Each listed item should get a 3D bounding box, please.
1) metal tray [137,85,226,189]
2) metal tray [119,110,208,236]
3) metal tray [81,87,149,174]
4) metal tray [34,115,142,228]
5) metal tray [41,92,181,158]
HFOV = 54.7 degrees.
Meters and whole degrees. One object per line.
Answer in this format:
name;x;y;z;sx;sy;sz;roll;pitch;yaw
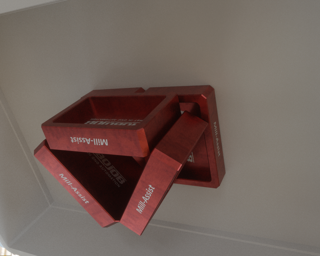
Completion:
metal tray;0.029;0.012;0.396;0.090;0.030;0.129;1;118;28
metal tray;0.003;0.052;0.355;0.030;0.090;0.129;31;129;8
metal tray;-0.052;0.010;0.439;0.090;0.030;0.129;1;118;28
metal tray;-0.082;0.050;0.399;0.130;0.090;0.030;49;129;-7
metal tray;-0.053;-0.008;0.347;0.130;0.090;0.030;2;120;27
